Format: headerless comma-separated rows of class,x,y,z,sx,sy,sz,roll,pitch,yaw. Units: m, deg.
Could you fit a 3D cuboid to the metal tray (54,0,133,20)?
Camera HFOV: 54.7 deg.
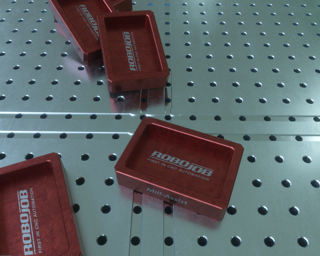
metal tray,-0.129,-0.234,0.598,0.090,0.030,0.131,34,57,25

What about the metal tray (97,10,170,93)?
metal tray,-0.044,-0.121,0.479,0.091,0.030,0.130,-8,66,-12

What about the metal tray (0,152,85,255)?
metal tray,-0.137,0.094,0.322,0.091,0.030,0.130,-17,52,-14

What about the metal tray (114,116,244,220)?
metal tray,0.024,0.043,0.368,0.130,0.030,0.090,17,52,13

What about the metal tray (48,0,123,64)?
metal tray,-0.118,-0.181,0.523,0.091,0.030,0.130,-29,79,-22
